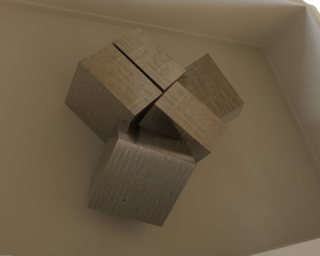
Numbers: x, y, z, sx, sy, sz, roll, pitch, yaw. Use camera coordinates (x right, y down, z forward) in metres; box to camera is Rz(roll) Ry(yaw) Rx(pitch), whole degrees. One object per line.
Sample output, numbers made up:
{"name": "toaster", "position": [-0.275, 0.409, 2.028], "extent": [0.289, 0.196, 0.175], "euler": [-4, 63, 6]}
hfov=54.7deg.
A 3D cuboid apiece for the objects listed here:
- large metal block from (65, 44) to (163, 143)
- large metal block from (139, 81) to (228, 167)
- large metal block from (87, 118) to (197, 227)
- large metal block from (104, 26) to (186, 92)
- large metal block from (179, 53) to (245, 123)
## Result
{"name": "large metal block", "position": [-0.057, -0.035, 0.361], "extent": [0.080, 0.080, 0.050], "euler": [44, 51, 2]}
{"name": "large metal block", "position": [0.020, 0.004, 0.378], "extent": [0.080, 0.080, 0.050], "euler": [41, 51, -1]}
{"name": "large metal block", "position": [-0.021, 0.046, 0.322], "extent": [0.080, 0.079, 0.050], "euler": [20, 19, -17]}
{"name": "large metal block", "position": [-0.027, -0.065, 0.394], "extent": [0.080, 0.080, 0.050], "euler": [44, 51, 1]}
{"name": "large metal block", "position": [0.067, -0.043, 0.424], "extent": [0.050, 0.080, 0.080], "euler": [-33, 77, 3]}
